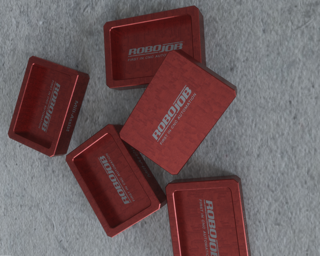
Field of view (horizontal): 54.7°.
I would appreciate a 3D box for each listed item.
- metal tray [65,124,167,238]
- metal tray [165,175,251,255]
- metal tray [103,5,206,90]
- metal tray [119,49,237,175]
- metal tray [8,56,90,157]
[{"bbox_3d":[-0.062,0.070,0.426,0.090,0.030,0.130,-35,79,16],"label":"metal tray"},{"bbox_3d":[0.061,0.128,0.384,0.090,0.030,0.129,-8,87,19],"label":"metal tray"},{"bbox_3d":[-0.008,-0.101,0.408,0.130,0.030,0.089,-3,89,19],"label":"metal tray"},{"bbox_3d":[0.020,-0.018,0.378,0.090,0.030,0.129,35,112,4],"label":"metal tray"},{"bbox_3d":[-0.167,-0.032,0.463,0.090,0.030,0.129,21,97,18],"label":"metal tray"}]
